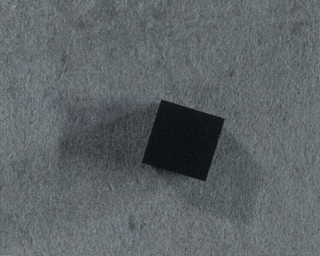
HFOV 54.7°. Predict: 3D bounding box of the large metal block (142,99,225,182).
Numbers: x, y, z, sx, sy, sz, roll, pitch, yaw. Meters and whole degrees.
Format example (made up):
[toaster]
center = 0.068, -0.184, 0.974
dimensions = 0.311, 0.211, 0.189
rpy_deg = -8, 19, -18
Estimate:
[large metal block]
center = 0.028, 0.015, 0.398
dimensions = 0.080, 0.050, 0.080
rpy_deg = 17, 90, -1
